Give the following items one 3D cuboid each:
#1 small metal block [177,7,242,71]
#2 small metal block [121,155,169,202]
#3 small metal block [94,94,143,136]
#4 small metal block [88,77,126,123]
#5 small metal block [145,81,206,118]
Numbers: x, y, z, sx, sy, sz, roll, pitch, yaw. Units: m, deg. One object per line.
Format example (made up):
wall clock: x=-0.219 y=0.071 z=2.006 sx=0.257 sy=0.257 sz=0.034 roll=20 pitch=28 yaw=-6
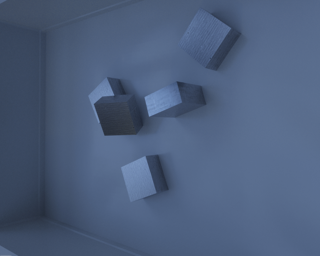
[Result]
small metal block: x=0.056 y=-0.102 z=0.359 sx=0.050 sy=0.025 sz=0.050 roll=47 pitch=118 yaw=29
small metal block: x=-0.022 y=0.069 z=0.423 sx=0.050 sy=0.025 sz=0.050 roll=-28 pitch=73 yaw=36
small metal block: x=-0.057 y=-0.018 z=0.429 sx=0.050 sy=0.025 sz=0.050 roll=-2 pitch=118 yaw=22
small metal block: x=-0.077 y=-0.041 z=0.468 sx=0.050 sy=0.025 sz=0.050 roll=-37 pitch=68 yaw=33
small metal block: x=0.019 y=-0.033 z=0.373 sx=0.050 sy=0.050 sz=0.025 roll=-22 pitch=77 yaw=37
